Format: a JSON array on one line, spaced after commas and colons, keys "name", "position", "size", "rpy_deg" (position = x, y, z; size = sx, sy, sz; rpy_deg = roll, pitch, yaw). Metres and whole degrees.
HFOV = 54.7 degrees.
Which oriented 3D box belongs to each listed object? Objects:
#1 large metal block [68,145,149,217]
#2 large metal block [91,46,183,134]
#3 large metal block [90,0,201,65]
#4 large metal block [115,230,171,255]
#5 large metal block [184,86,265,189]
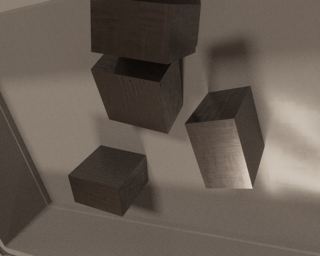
[{"name": "large metal block", "position": [-0.072, 0.074, 0.455], "size": [0.080, 0.080, 0.050], "rpy_deg": [10, 123, 22]}, {"name": "large metal block", "position": [-0.022, -0.046, 0.360], "size": [0.080, 0.050, 0.080], "rpy_deg": [14, 143, 20]}, {"name": "large metal block", "position": [-0.012, -0.101, 0.311], "size": [0.080, 0.080, 0.050], "rpy_deg": [14, 115, 20]}, {"name": "large metal block", "position": [-0.026, 0.240, 0.556], "size": [0.080, 0.050, 0.079], "rpy_deg": [8, 122, 23]}, {"name": "large metal block", "position": [0.075, 0.009, 0.339], "size": [0.050, 0.080, 0.080], "rpy_deg": [-6, 115, 31]}]
